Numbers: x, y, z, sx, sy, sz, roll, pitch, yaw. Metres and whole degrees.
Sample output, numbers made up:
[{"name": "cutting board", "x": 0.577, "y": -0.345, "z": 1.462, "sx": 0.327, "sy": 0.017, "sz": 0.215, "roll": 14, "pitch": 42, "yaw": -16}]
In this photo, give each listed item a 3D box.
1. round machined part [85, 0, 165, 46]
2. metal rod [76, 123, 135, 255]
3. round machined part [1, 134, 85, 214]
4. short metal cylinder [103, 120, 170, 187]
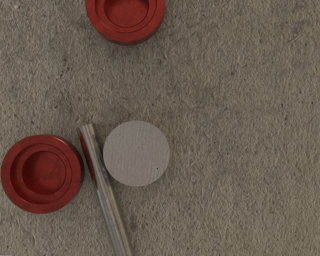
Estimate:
[{"name": "round machined part", "x": -0.043, "y": -0.155, "z": 0.401, "sx": 0.099, "sy": 0.042, "sz": 0.097, "roll": 0, "pitch": 90, "yaw": 0}, {"name": "metal rod", "x": -0.055, "y": 0.140, "z": 0.409, "sx": 0.025, "sy": 0.025, "sz": 0.298, "roll": -17, "pitch": 90, "yaw": 0}, {"name": "round machined part", "x": -0.146, "y": 0.057, "z": 0.400, "sx": 0.099, "sy": 0.042, "sz": 0.097, "roll": 0, "pitch": 90, "yaw": 0}, {"name": "short metal cylinder", "x": -0.028, "y": 0.031, "z": 0.397, "sx": 0.081, "sy": 0.050, "sz": 0.079, "roll": 0, "pitch": 90, "yaw": 0}]
